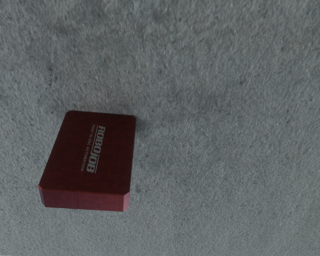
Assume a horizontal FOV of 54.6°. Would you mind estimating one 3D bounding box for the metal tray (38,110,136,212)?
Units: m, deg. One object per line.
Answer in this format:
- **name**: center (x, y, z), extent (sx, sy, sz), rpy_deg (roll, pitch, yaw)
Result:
- **metal tray**: center (-0.077, 0.033, 0.365), extent (0.091, 0.130, 0.030), rpy_deg (5, 130, -4)
